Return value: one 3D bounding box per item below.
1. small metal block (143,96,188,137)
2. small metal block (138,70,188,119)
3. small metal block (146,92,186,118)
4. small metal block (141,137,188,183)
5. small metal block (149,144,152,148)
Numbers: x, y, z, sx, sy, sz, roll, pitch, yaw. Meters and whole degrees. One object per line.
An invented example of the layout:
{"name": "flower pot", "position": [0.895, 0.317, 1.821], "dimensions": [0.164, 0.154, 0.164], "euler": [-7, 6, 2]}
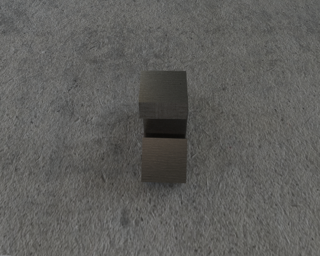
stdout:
{"name": "small metal block", "position": [0.006, -0.013, 0.366], "dimensions": [0.050, 0.050, 0.025], "euler": [2, 50, 1]}
{"name": "small metal block", "position": [0.004, -0.037, 0.338], "dimensions": [0.050, 0.025, 0.050], "euler": [1, 50, 0]}
{"name": "small metal block", "position": [0.009, -0.032, 0.416], "dimensions": [0.050, 0.025, 0.050], "euler": [2, 14, 1]}
{"name": "small metal block", "position": [0.005, 0.036, 0.358], "dimensions": [0.050, 0.025, 0.050], "euler": [2, 91, 1]}
{"name": "small metal block", "position": [0.006, 0.011, 0.396], "dimensions": [0.050, 0.025, 0.050], "euler": [2, 50, 1]}
